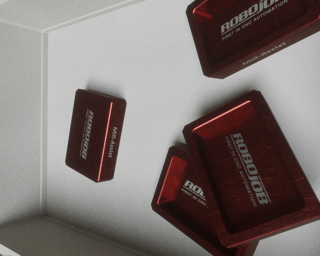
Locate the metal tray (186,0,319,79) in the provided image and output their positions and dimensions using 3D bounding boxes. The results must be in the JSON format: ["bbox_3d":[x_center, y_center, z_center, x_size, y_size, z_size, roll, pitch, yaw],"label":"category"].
[{"bbox_3d":[0.093,-0.117,0.318,0.130,0.030,0.090,-24,75,43],"label":"metal tray"}]

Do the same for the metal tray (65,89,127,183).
[{"bbox_3d":[-0.104,0.010,0.490,0.090,0.030,0.129,19,102,38],"label":"metal tray"}]

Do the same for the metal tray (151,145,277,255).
[{"bbox_3d":[0.055,0.085,0.357,0.130,0.030,0.089,27,107,36],"label":"metal tray"}]

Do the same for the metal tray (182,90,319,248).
[{"bbox_3d":[0.084,0.038,0.302,0.090,0.030,0.130,-28,59,20],"label":"metal tray"}]
